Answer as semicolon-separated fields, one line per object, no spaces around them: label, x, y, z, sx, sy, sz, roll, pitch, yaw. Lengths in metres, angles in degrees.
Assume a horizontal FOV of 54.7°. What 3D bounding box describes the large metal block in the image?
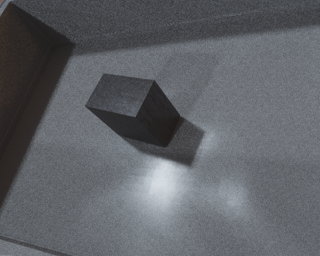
large metal block;-0.033;-0.022;0.397;0.080;0.080;0.050;13;69;33
